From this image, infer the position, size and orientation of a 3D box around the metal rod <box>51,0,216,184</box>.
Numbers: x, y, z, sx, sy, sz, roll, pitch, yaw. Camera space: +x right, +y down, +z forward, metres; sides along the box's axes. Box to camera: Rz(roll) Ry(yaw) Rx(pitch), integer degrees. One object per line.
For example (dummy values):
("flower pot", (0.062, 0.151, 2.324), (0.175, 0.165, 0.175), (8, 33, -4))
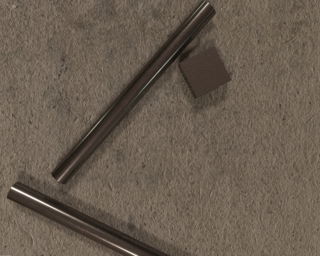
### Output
("metal rod", (-0.034, -0.047, 0.409), (0.025, 0.025, 0.300), (41, 90, -1))

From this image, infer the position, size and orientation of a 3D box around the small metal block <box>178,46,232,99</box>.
("small metal block", (0.059, -0.073, 0.411), (0.050, 0.025, 0.050), (-27, 90, -1))

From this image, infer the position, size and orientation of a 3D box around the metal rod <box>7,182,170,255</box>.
("metal rod", (-0.058, 0.149, 0.409), (0.301, 0.025, 0.025), (26, 90, -1))
